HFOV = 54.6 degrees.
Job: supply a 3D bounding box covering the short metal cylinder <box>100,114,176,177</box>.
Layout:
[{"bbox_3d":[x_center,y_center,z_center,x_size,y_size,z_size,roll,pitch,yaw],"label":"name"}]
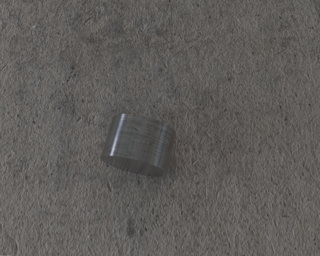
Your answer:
[{"bbox_3d":[-0.025,0.023,0.371,0.080,0.080,0.050,12,71,4],"label":"short metal cylinder"}]
